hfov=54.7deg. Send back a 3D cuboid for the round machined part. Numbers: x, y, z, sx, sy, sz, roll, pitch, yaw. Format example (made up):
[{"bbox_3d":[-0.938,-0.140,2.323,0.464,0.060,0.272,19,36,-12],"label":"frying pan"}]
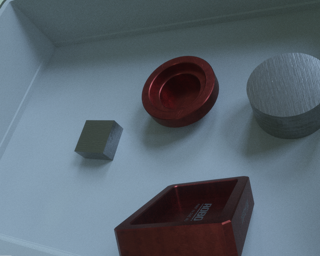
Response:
[{"bbox_3d":[0.029,-0.043,0.405,0.098,0.042,0.098,-13,56,20],"label":"round machined part"}]

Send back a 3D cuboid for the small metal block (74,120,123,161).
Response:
[{"bbox_3d":[-0.086,0.017,0.439,0.050,0.025,0.050,1,62,28],"label":"small metal block"}]

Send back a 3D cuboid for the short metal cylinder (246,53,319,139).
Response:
[{"bbox_3d":[0.140,-0.034,0.337,0.080,0.050,0.080,-13,56,20],"label":"short metal cylinder"}]

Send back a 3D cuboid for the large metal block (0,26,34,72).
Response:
[{"bbox_3d":[-0.329,-0.171,0.647,0.080,0.080,0.050,25,76,36],"label":"large metal block"}]

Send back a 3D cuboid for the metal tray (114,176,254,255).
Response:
[{"bbox_3d":[0.031,0.078,0.277,0.090,0.131,0.030,-11,91,22],"label":"metal tray"}]
